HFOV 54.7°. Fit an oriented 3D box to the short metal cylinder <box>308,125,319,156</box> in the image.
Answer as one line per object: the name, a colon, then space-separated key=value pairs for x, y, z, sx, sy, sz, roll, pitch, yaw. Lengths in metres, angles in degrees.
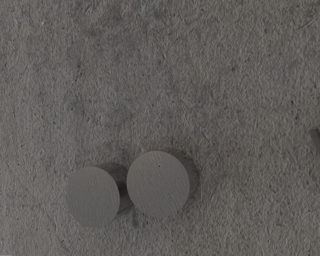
short metal cylinder: x=0.199 y=0.010 z=0.309 sx=0.080 sy=0.080 sz=0.050 roll=-25 pitch=82 yaw=18

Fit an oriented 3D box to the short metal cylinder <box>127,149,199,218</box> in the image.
short metal cylinder: x=0.005 y=0.067 z=0.394 sx=0.080 sy=0.050 sz=0.080 roll=0 pitch=90 yaw=20

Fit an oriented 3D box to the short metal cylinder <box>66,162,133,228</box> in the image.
short metal cylinder: x=-0.079 y=0.089 z=0.424 sx=0.080 sy=0.050 sz=0.080 roll=0 pitch=90 yaw=20
